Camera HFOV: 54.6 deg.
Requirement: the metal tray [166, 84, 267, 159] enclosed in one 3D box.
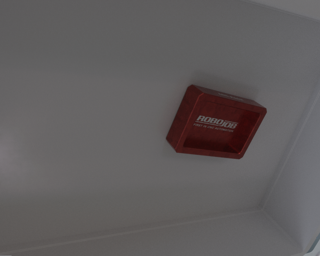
[{"bbox_3d":[0.083,-0.004,0.447,0.131,0.030,0.089,9,114,-32],"label":"metal tray"}]
